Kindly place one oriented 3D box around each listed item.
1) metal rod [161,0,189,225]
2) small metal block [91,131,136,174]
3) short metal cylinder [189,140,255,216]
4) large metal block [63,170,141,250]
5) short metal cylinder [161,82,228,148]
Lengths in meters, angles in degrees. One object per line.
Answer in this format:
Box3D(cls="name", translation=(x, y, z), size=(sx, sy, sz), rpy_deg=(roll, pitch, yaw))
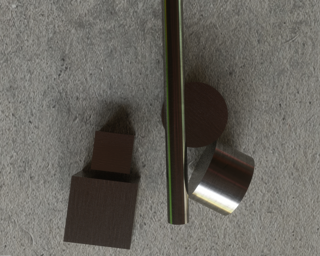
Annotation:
Box3D(cls="metal rod", translation=(0.017, -0.040, 0.360), size=(0.025, 0.025, 0.298), rpy_deg=(-2, 90, -1))
Box3D(cls="small metal block", translation=(-0.061, 0.031, 0.409), size=(0.050, 0.025, 0.050), rpy_deg=(7, 90, -1))
Box3D(cls="short metal cylinder", translation=(0.073, 0.060, 0.384), size=(0.050, 0.080, 0.080), rpy_deg=(27, 90, -1))
Box3D(cls="large metal block", translation=(-0.071, 0.102, 0.397), size=(0.081, 0.050, 0.080), rpy_deg=(7, 90, -1))
Box3D(cls="short metal cylinder", translation=(0.042, -0.016, 0.398), size=(0.081, 0.050, 0.079), rpy_deg=(0, 90, -1))
